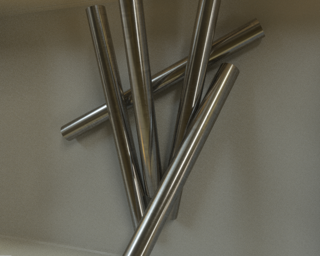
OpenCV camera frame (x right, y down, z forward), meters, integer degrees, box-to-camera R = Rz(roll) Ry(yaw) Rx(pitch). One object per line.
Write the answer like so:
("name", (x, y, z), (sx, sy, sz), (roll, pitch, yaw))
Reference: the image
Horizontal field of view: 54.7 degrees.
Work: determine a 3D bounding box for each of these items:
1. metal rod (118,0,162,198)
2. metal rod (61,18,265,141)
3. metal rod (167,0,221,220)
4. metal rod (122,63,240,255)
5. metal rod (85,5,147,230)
("metal rod", (-0.021, -0.050, 0.354), (0.025, 0.025, 0.298), (3, 115, 19))
("metal rod", (-0.009, -0.056, 0.412), (0.300, 0.025, 0.025), (-26, 82, 17))
("metal rod", (0.036, -0.029, 0.377), (0.025, 0.025, 0.298), (14, 102, 19))
("metal rod", (0.017, 0.054, 0.341), (0.025, 0.025, 0.300), (23, 73, 18))
("metal rod", (-0.052, -0.005, 0.404), (0.025, 0.025, 0.298), (-10, 96, 19))
